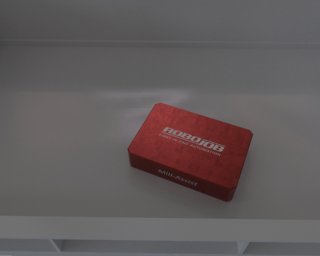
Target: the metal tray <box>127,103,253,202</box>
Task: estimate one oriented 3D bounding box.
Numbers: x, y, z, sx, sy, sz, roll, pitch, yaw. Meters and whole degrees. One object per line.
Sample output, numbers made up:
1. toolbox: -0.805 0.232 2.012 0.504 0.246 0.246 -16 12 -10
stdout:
1. metal tray: 0.038 0.025 0.381 0.130 0.030 0.090 18 52 15
